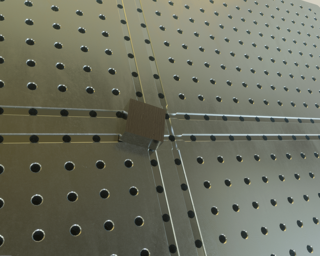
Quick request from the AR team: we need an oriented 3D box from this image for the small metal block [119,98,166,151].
[{"bbox_3d":[-0.022,-0.004,0.399,0.050,0.025,0.050,17,55,-18],"label":"small metal block"}]
